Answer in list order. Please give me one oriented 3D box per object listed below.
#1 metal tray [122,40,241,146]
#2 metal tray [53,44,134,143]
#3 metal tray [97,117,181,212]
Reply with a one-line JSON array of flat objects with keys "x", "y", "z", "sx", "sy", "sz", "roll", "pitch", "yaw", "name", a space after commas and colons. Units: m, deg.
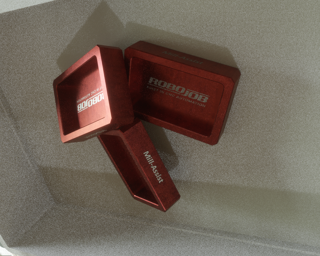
[{"x": 0.019, "y": -0.042, "z": 0.369, "sx": 0.130, "sy": 0.030, "sz": 0.089, "roll": 20, "pitch": 126, "yaw": 16, "name": "metal tray"}, {"x": -0.088, "y": -0.036, "z": 0.387, "sx": 0.130, "sy": 0.030, "sz": 0.090, "roll": -18, "pitch": 80, "yaw": 47, "name": "metal tray"}, {"x": -0.033, "y": 0.048, "z": 0.429, "sx": 0.090, "sy": 0.030, "sz": 0.130, "roll": 2, "pitch": 124, "yaw": 56, "name": "metal tray"}]
